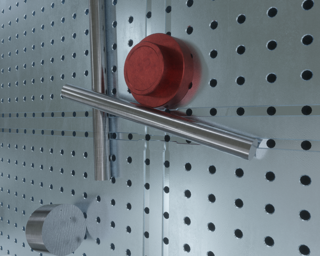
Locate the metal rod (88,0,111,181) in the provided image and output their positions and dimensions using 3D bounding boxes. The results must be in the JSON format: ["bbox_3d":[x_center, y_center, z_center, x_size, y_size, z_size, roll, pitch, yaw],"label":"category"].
[{"bbox_3d":[-0.095,-0.069,0.484,0.025,0.025,0.298,-4,87,39],"label":"metal rod"}]

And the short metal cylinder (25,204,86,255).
[{"bbox_3d":[-0.171,0.166,0.511,0.050,0.081,0.080,-13,82,39],"label":"short metal cylinder"}]

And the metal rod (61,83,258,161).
[{"bbox_3d":[-0.023,-0.017,0.406,0.300,0.025,0.025,18,102,32],"label":"metal rod"}]

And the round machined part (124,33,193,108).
[{"bbox_3d":[-0.009,-0.075,0.404,0.098,0.042,0.097,0,90,39],"label":"round machined part"}]
